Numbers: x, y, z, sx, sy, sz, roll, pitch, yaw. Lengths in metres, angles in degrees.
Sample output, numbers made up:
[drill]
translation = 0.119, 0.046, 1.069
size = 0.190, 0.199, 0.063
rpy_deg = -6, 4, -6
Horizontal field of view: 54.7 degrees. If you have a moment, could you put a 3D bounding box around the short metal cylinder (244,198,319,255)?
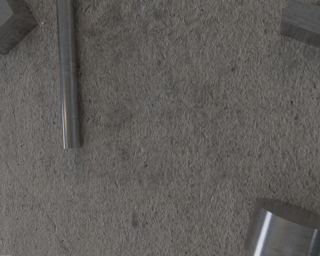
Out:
[short metal cylinder]
translation = 0.137, 0.114, 0.332
size = 0.080, 0.080, 0.050
rpy_deg = 16, 96, 19

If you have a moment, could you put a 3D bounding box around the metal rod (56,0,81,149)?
[metal rod]
translation = -0.137, -0.119, 0.457
size = 0.025, 0.025, 0.298
rpy_deg = -3, 89, 20

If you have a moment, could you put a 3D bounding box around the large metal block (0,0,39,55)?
[large metal block]
translation = -0.253, -0.175, 0.485
size = 0.080, 0.050, 0.080
rpy_deg = -35, 79, 16

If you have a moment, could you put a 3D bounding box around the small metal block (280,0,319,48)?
[small metal block]
translation = 0.162, -0.113, 0.339
size = 0.050, 0.050, 0.025
rpy_deg = 27, 99, 18
